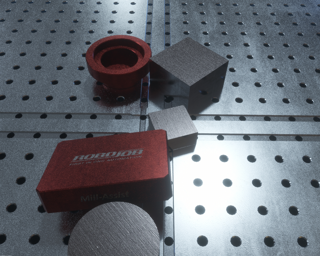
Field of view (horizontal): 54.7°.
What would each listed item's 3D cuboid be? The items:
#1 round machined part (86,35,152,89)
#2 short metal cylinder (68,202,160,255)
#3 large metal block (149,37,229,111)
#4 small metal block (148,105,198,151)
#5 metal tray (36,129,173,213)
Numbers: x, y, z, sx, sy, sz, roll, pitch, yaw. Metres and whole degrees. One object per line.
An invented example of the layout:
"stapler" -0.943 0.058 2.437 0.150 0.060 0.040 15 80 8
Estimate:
"round machined part" -0.061 -0.098 0.478 0.099 0.042 0.098 0 50 0
"short metal cylinder" -0.041 0.118 0.292 0.081 0.050 0.080 0 50 0
"large metal block" 0.041 -0.082 0.461 0.080 0.050 0.080 -35 59 -26
"small metal block" 0.016 0.001 0.407 0.050 0.025 0.050 -14 51 -12
"metal tray" -0.055 0.044 0.339 0.131 0.030 0.090 -7 31 3
